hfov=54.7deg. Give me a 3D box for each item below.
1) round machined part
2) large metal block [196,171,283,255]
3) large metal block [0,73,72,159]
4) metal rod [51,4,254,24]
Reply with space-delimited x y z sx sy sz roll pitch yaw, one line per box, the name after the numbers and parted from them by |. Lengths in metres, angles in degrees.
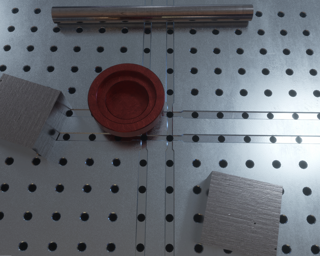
-0.043 -0.034 0.415 0.099 0.042 0.098 0 70 0 | round machined part
0.090 0.102 0.362 0.080 0.050 0.080 12 70 4 | large metal block
-0.175 -0.014 0.402 0.080 0.050 0.080 18 71 6 | large metal block
-0.011 -0.175 0.475 0.302 0.025 0.025 -1 70 -1 | metal rod
